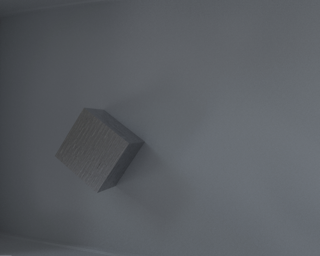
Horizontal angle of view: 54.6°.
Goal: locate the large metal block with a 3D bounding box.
[{"bbox_3d":[-0.082,0.029,0.427,0.080,0.050,0.080,37,102,16],"label":"large metal block"}]
